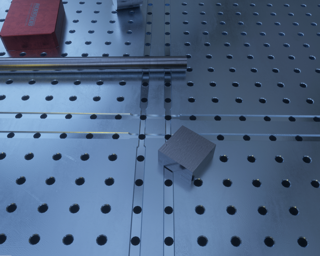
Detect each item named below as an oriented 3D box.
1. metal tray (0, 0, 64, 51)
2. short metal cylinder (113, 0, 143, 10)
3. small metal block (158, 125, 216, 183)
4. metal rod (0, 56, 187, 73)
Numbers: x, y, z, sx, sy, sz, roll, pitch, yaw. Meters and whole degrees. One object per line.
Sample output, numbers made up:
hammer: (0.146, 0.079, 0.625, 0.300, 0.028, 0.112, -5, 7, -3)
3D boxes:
metal tray: (-0.228, -0.194, 0.565, 0.091, 0.030, 0.130, -5, 50, -5)
short metal cylinder: (-0.068, -0.275, 0.603, 0.050, 0.080, 0.080, -13, 51, -11)
small metal block: (0.033, 0.031, 0.382, 0.050, 0.025, 0.050, 31, 56, 23)
metal rod: (-0.109, -0.100, 0.490, 0.302, 0.025, 0.025, -1, 50, -1)
